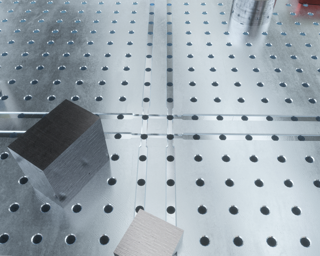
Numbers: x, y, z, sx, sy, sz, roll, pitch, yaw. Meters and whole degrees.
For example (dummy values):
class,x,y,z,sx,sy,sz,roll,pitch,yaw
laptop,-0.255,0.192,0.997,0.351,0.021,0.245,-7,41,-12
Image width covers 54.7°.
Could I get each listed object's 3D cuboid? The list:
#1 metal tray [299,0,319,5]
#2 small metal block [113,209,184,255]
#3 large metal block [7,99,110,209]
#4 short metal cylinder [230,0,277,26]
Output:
class,x,y,z,sx,sy,sz,roll,pitch,yaw
metal tray,0.360,-0.294,0.654,0.131,0.030,0.090,7,50,5
small metal block,-0.010,0.117,0.309,0.050,0.025,0.050,22,53,17
large metal block,-0.107,0.029,0.347,0.050,0.080,0.080,27,55,21
short metal cylinder,0.180,-0.241,0.595,0.081,0.050,0.080,0,50,0
